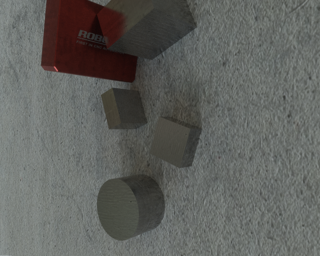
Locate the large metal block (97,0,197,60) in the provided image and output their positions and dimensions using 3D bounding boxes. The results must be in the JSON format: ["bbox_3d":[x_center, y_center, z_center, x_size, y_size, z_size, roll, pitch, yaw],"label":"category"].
[{"bbox_3d":[-0.016,-0.132,0.382,0.080,0.081,0.050,-28,72,36],"label":"large metal block"}]

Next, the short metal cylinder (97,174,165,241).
[{"bbox_3d":[-0.040,0.106,0.422,0.080,0.050,0.079,0,90,40],"label":"short metal cylinder"}]

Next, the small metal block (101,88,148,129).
[{"bbox_3d":[-0.049,-0.026,0.429,0.025,0.050,0.050,-25,74,37],"label":"small metal block"}]

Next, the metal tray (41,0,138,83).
[{"bbox_3d":[-0.084,-0.112,0.406,0.030,0.131,0.089,12,98,39],"label":"metal tray"}]

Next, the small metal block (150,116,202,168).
[{"bbox_3d":[0.019,0.017,0.389,0.050,0.025,0.050,23,104,37],"label":"small metal block"}]
